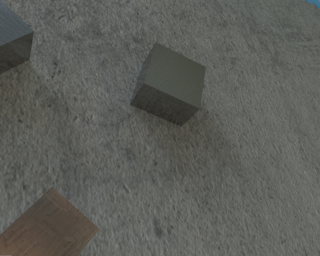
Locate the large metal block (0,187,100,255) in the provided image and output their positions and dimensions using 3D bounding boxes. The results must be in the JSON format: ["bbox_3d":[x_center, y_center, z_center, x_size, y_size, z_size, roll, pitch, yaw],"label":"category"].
[{"bbox_3d":[-0.104,0.104,0.249,0.050,0.080,0.080,42,51,0],"label":"large metal block"}]

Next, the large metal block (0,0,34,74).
[{"bbox_3d":[-0.203,-0.102,0.341,0.080,0.050,0.080,43,51,1],"label":"large metal block"}]

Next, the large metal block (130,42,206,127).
[{"bbox_3d":[0.013,-0.060,0.433,0.080,0.050,0.080,23,53,-15],"label":"large metal block"}]
